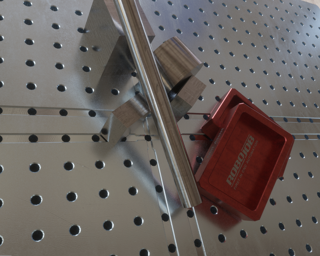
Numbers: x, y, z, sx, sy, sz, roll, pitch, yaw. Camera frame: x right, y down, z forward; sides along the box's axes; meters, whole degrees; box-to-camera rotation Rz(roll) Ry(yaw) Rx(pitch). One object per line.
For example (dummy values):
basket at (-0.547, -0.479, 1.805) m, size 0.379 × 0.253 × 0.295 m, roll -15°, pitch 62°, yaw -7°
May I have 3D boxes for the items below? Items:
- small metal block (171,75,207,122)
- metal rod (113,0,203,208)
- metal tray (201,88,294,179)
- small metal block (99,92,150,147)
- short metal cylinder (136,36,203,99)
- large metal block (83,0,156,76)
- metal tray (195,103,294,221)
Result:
small metal block at (0.033, -0.039, 0.434) m, size 0.025 × 0.050 × 0.050 m, roll 39°, pitch 51°, yaw -3°
metal rod at (-0.009, -0.053, 0.360) m, size 0.025 × 0.025 × 0.299 m, roll -20°, pitch 92°, yaw -35°
metal tray at (0.137, 0.010, 0.471) m, size 0.130 × 0.030 × 0.090 m, roll 39°, pitch 51°, yaw -2°
small metal block at (-0.040, -0.010, 0.376) m, size 0.025 × 0.050 × 0.050 m, roll 46°, pitch 51°, yaw 3°
short metal cylinder at (0.014, -0.079, 0.428) m, size 0.050 × 0.080 × 0.080 m, roll 47°, pitch 51°, yaw 4°
large metal block at (-0.059, -0.128, 0.419) m, size 0.050 × 0.080 × 0.080 m, roll -11°, pitch 68°, yaw -33°
metal tray at (0.110, 0.043, 0.408) m, size 0.090 × 0.030 × 0.130 m, roll 33°, pitch 70°, yaw -4°
